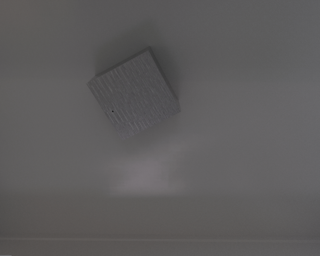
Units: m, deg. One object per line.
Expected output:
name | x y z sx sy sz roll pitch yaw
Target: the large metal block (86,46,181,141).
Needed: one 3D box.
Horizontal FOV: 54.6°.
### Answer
large metal block | -0.029 -0.043 0.382 0.080 0.050 0.080 -27 108 9
